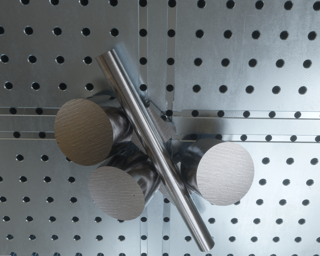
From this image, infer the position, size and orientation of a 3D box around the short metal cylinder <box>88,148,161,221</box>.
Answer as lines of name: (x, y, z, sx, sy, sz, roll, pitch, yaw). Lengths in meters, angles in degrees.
short metal cylinder: (-0.046, 0.073, 0.408, 0.080, 0.050, 0.079, 9, 116, 20)

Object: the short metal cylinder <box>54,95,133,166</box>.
short metal cylinder: (-0.081, 0.001, 0.381, 0.080, 0.050, 0.079, 4, 102, 20)

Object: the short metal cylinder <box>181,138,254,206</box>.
short metal cylinder: (0.074, 0.055, 0.403, 0.081, 0.050, 0.079, -2, 95, -18)

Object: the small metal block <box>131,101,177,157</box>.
small metal block: (-0.014, 0.001, 0.410, 0.050, 0.025, 0.050, -41, 105, 13)

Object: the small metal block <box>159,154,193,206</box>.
small metal block: (0.023, 0.073, 0.437, 0.050, 0.025, 0.050, -38, 106, 13)

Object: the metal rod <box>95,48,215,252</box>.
metal rod: (0.002, 0.041, 0.397, 0.025, 0.025, 0.299, -24, 108, 8)
